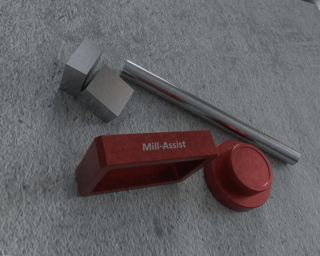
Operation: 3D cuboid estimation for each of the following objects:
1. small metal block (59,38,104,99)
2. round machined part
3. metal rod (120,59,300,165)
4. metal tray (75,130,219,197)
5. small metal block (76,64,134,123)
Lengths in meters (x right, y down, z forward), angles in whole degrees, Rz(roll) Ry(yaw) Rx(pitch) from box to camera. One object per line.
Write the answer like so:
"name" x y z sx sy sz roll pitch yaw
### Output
"small metal block" -0.097 -0.073 0.381 0.025 0.050 0.050 29 52 -10
"round machined part" 0.112 0.059 0.419 0.099 0.042 0.098 14 56 -21
"metal rod" 0.082 -0.018 0.460 0.301 0.025 0.025 27 52 -12
"metal tray" -0.014 0.038 0.332 0.131 0.090 0.030 -2 63 -30
"small metal block" -0.067 -0.043 0.387 0.050 0.025 0.050 43 49 -21
